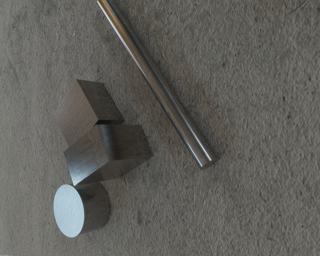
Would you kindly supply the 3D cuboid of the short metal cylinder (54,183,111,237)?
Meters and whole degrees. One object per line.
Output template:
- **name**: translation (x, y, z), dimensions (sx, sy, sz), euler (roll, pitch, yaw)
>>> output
- **short metal cylinder**: translation (-0.124, 0.126, 0.491), dimensions (0.080, 0.050, 0.080), euler (0, 90, 40)

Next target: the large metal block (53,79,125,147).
- **large metal block**: translation (-0.112, -0.017, 0.481), dimensions (0.080, 0.050, 0.080), euler (-47, 62, 29)

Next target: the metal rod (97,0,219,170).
- **metal rod**: translation (-0.013, -0.077, 0.415), dimensions (0.025, 0.025, 0.299), euler (-45, 63, 30)

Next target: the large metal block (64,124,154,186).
- **large metal block**: translation (-0.071, 0.036, 0.427), dimensions (0.080, 0.081, 0.050), euler (-35, 69, 34)
